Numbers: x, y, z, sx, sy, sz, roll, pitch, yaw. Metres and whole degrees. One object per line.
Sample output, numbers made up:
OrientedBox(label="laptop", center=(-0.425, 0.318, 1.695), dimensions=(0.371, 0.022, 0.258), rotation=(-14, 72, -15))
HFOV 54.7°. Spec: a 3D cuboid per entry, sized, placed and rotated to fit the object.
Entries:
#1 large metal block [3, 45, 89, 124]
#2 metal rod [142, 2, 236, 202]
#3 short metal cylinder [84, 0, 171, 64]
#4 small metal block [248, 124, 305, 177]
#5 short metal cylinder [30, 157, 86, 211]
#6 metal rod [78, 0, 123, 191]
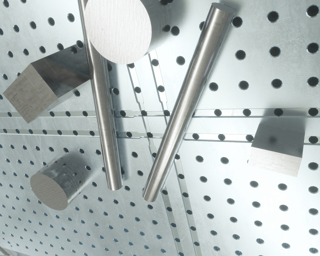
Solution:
OrientedBox(label="large metal block", center=(-0.146, -0.059, 0.416), dimensions=(0.080, 0.080, 0.050), rotation=(-28, 103, 37))
OrientedBox(label="metal rod", center=(0.023, -0.006, 0.394), dimensions=(0.025, 0.025, 0.298), rotation=(28, 128, 11))
OrientedBox(label="short metal cylinder", center=(-0.034, -0.117, 0.341), dimensions=(0.080, 0.050, 0.079), rotation=(13, 124, 21))
OrientedBox(label="small metal block", center=(0.129, 0.023, 0.342), dimensions=(0.050, 0.050, 0.025), rotation=(13, 124, 21))
OrientedBox(label="short metal cylinder", center=(-0.181, 0.099, 0.552), dimensions=(0.080, 0.050, 0.079), rotation=(13, 124, 21))
OrientedBox(label="metal rod", center=(-0.079, -0.034, 0.431), dimensions=(0.025, 0.025, 0.298), rotation=(11, 123, 22))
